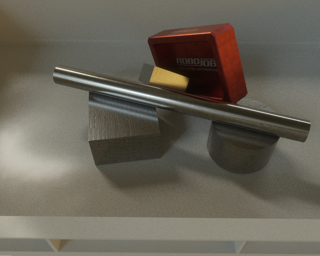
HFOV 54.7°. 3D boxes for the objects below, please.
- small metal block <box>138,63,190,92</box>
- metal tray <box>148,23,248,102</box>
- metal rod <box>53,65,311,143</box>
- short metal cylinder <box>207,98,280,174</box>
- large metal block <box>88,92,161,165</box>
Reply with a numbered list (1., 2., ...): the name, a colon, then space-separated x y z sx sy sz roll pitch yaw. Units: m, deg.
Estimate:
1. small metal block: 0.004 -0.065 0.414 0.050 0.025 0.050 15 10 -22
2. metal tray: 0.044 -0.081 0.397 0.030 0.090 0.130 -33 28 -26
3. metal rod: 0.015 -0.032 0.364 0.301 0.025 0.025 14 51 11
4. short metal cylinder: 0.101 0.009 0.381 0.081 0.050 0.080 0 50 0
5. large metal block: -0.045 -0.004 0.390 0.081 0.050 0.080 -6 50 -6
